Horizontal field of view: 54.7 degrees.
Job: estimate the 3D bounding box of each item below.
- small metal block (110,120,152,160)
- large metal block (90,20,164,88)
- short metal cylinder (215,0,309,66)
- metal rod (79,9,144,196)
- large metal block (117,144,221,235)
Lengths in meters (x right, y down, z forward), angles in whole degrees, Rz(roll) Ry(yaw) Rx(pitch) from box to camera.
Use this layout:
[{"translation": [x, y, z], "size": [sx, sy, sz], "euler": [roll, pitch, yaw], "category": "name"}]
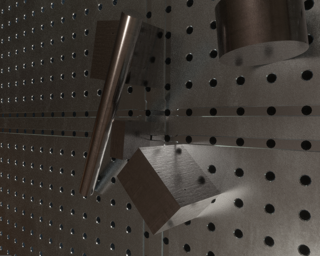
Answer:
[{"translation": [-0.039, 0.015, 0.424], "size": [0.025, 0.050, 0.050], "euler": [8, 95, 39], "category": "small metal block"}, {"translation": [-0.047, -0.102, 0.430], "size": [0.080, 0.050, 0.079], "euler": [15, 99, 38], "category": "large metal block"}, {"translation": [0.095, -0.094, 0.294], "size": [0.080, 0.081, 0.050], "euler": [-7, 86, 39], "category": "short metal cylinder"}, {"translation": [-0.075, -0.011, 0.422], "size": [0.025, 0.025, 0.298], "euler": [46, 131, 30], "category": "metal rod"}, {"translation": [0.011, 0.067, 0.363], "size": [0.080, 0.081, 0.050], "euler": [52, 120, 27], "category": "large metal block"}]
